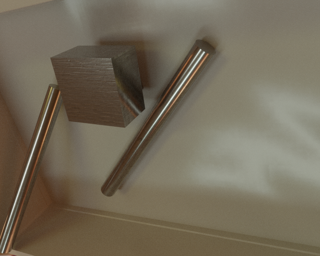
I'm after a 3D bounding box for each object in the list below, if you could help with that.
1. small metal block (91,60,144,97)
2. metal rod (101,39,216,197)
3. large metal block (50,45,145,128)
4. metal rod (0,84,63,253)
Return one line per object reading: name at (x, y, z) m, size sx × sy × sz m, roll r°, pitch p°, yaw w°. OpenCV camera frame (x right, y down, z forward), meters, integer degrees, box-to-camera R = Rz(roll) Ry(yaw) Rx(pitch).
small metal block at (-0.055, -0.066, 0.395) m, size 0.050 × 0.025 × 0.050 m, roll -2°, pitch 118°, yaw 28°
metal rod at (-0.019, 0.009, 0.422) m, size 0.025 × 0.025 × 0.298 m, roll 37°, pitch 129°, yaw 2°
large metal block at (-0.070, -0.051, 0.364) m, size 0.080 × 0.050 × 0.079 m, roll 6°, pitch 121°, yaw 24°
metal rod at (-0.207, 0.073, 0.489) m, size 0.025 × 0.025 × 0.298 m, roll 27°, pitch 105°, yaw 11°
